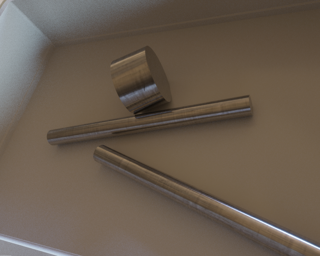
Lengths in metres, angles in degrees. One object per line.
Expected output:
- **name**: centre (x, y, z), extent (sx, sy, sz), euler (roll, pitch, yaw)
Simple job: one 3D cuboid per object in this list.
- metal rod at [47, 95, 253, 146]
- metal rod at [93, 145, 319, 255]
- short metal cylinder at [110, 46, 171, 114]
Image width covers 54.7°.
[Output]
- **metal rod**: centre (-0.030, -0.006, 0.423), extent (0.301, 0.025, 0.025), euler (-9, 58, 23)
- **metal rod**: centre (0.035, 0.076, 0.339), extent (0.300, 0.025, 0.025), euler (19, 72, 35)
- **short metal cylinder**: centre (-0.024, -0.064, 0.421), extent (0.050, 0.080, 0.080), euler (-20, 54, 16)
